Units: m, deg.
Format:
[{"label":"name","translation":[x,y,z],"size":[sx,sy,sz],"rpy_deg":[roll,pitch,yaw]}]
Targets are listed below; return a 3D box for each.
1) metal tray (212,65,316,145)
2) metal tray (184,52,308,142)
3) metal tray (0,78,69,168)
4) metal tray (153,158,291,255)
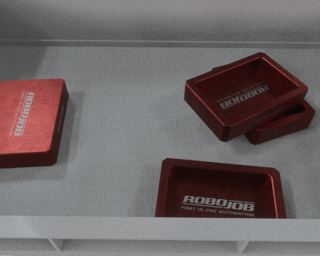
[{"label":"metal tray","translation":[0.139,-0.044,0.439],"size":[0.091,0.030,0.130],"rpy_deg":[-16,52,-13]},{"label":"metal tray","translation":[0.109,-0.045,0.400],"size":[0.131,0.030,0.090],"rpy_deg":[-23,54,-19]},{"label":"metal tray","translation":[-0.177,-0.010,0.409],"size":[0.091,0.030,0.130],"rpy_deg":[-3,50,-3]},{"label":"metal tray","translation":[0.063,0.082,0.332],"size":[0.131,0.030,0.090],"rpy_deg":[5,50,4]}]
